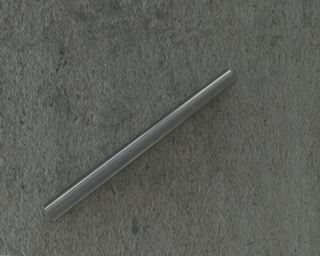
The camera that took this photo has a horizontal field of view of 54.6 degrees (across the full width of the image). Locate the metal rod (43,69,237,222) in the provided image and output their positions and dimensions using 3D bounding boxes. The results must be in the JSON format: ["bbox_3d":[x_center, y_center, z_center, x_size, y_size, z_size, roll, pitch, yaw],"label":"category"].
[{"bbox_3d":[-0.014,0.013,0.405,0.301,0.025,0.025,-37,102,-16],"label":"metal rod"}]
